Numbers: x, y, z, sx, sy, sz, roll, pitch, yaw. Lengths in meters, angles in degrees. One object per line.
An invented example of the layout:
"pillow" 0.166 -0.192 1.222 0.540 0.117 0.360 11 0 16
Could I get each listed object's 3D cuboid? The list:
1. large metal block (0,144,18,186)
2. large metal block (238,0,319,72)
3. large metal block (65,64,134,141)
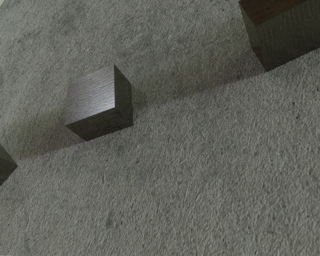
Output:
"large metal block" -0.290 0.046 0.493 0.080 0.080 0.050 32 80 38
"large metal block" 0.149 -0.125 0.367 0.080 0.080 0.050 -25 53 13
"large metal block" -0.089 -0.036 0.457 0.080 0.050 0.080 -19 54 17
